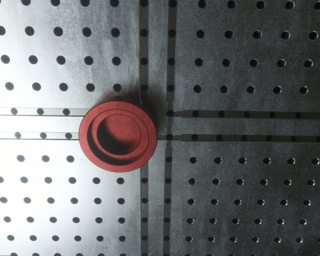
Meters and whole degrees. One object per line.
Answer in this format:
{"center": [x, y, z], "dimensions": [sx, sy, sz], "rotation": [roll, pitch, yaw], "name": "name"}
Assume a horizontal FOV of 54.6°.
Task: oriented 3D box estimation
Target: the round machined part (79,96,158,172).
{"center": [-0.052, 0.005, 0.406], "dimensions": [0.099, 0.042, 0.097], "rotation": [0, 110, 0], "name": "round machined part"}
